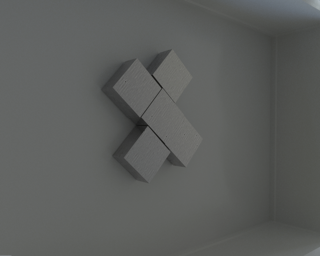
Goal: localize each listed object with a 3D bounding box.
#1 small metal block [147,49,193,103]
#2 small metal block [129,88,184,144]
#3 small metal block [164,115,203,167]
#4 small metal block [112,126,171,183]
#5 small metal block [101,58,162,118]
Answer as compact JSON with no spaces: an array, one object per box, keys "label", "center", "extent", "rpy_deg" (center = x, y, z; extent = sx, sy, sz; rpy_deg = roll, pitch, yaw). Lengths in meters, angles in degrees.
[{"label":"small metal block","center":[0.010,-0.067,0.411],"extent":[0.050,0.025,0.050],"rpy_deg":[49,60,-29]},{"label":"small metal block","center":[-0.003,-0.015,0.400],"extent":[0.050,0.025,0.050],"rpy_deg":[49,61,-29]},{"label":"small metal block","center":[0.026,0.018,0.425],"extent":[0.050,0.025,0.050],"rpy_deg":[49,61,-29]},{"label":"small metal block","center":[-0.022,0.032,0.386],"extent":[0.050,0.025,0.050],"rpy_deg":[50,61,-28]},{"label":"small metal block","center":[-0.033,-0.047,0.376],"extent":[0.050,0.025,0.050],"rpy_deg":[49,61,-29]}]
